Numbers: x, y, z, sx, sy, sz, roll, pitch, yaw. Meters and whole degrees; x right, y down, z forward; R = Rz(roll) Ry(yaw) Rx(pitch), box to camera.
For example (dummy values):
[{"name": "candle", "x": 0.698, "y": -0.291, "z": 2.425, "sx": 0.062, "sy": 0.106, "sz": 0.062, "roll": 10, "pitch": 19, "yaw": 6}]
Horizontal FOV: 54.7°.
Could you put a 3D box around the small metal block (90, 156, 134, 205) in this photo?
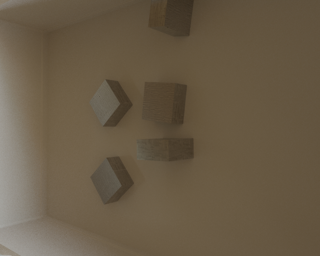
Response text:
[{"name": "small metal block", "x": -0.073, "y": 0.079, "z": 0.467, "sx": 0.050, "sy": 0.025, "sz": 0.050, "roll": -49, "pitch": 61, "yaw": 29}]

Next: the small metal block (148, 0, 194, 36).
[{"name": "small metal block", "x": 0.015, "y": -0.143, "z": 0.379, "sx": 0.025, "sy": 0.050, "sz": 0.050, "roll": 12, "pitch": 98, "yaw": 39}]

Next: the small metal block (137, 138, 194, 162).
[{"name": "small metal block", "x": 0.007, "y": 0.026, "z": 0.385, "sx": 0.050, "sy": 0.050, "sz": 0.025, "roll": -1, "pitch": 89, "yaw": 40}]

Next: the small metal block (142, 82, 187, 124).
[{"name": "small metal block", "x": 0.005, "y": -0.033, "z": 0.403, "sx": 0.050, "sy": 0.025, "sz": 0.050, "roll": 9, "pitch": 96, "yaw": 39}]

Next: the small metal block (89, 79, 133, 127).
[{"name": "small metal block", "x": -0.075, "y": -0.037, "z": 0.469, "sx": 0.050, "sy": 0.025, "sz": 0.050, "roll": -48, "pitch": 62, "yaw": 29}]
